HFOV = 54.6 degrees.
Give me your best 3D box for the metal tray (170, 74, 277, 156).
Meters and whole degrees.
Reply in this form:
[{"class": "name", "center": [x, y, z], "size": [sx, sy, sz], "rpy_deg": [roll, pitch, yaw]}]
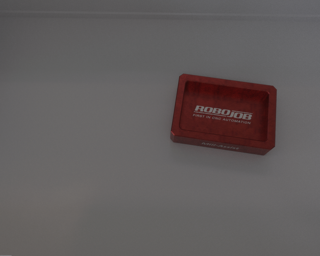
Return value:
[{"class": "metal tray", "center": [0.084, -0.019, 0.414], "size": [0.131, 0.030, 0.090], "rpy_deg": [8, 70, 3]}]
